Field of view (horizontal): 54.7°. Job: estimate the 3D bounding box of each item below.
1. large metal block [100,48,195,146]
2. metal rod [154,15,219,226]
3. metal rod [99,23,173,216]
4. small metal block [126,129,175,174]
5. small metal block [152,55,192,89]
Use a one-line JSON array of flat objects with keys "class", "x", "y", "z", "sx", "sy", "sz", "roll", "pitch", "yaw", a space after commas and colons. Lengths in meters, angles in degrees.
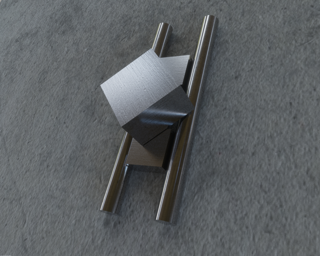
[{"class": "large metal block", "x": -0.016, "y": -0.039, "z": 0.386, "sx": 0.080, "sy": 0.050, "sz": 0.080, "roll": -35, "pitch": 52, "yaw": 4}, {"class": "metal rod", "x": 0.041, "y": -0.028, "z": 0.401, "sx": 0.025, "sy": 0.025, "sz": 0.300, "roll": 1, "pitch": 62, "yaw": 28}, {"class": "metal rod", "x": -0.026, "y": -0.029, "z": 0.436, "sx": 0.025, "sy": 0.025, "sz": 0.300, "roll": 1, "pitch": 62, "yaw": 28}, {"class": "small metal block", "x": -0.009, "y": 0.029, "z": 0.390, "sx": 0.050, "sy": 0.025, "sz": 0.050, "roll": 1, "pitch": 62, "yaw": 28}, {"class": "small metal block", "x": 0.018, "y": -0.074, "z": 0.438, "sx": 0.050, "sy": 0.025, "sz": 0.050, "roll": 1, "pitch": 62, "yaw": 28}]
